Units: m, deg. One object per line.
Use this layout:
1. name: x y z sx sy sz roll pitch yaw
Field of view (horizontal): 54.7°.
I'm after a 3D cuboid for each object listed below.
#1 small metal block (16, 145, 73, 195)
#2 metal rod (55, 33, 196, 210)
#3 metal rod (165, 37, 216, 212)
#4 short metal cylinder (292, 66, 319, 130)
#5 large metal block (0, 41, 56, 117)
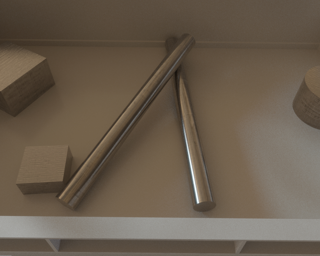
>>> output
1. small metal block: -0.133 0.048 0.363 0.050 0.025 0.050 -3 50 -3
2. metal rod: -0.030 -0.027 0.408 0.025 0.025 0.301 24 59 18
3. metal rod: 0.034 -0.029 0.430 0.025 0.025 0.300 -4 50 -4
4. short metal cylinder: 0.233 -0.042 0.427 0.081 0.050 0.080 0 50 0
5. large metal block: -0.216 -0.073 0.447 0.080 0.050 0.080 25 54 19
